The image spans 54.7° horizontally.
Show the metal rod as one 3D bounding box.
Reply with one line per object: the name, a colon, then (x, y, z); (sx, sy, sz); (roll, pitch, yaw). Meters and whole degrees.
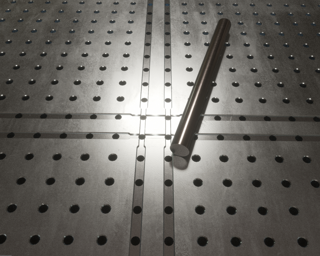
metal rod: (0.071, -0.081, 0.476); (0.025, 0.025, 0.300); (14, 51, 11)
